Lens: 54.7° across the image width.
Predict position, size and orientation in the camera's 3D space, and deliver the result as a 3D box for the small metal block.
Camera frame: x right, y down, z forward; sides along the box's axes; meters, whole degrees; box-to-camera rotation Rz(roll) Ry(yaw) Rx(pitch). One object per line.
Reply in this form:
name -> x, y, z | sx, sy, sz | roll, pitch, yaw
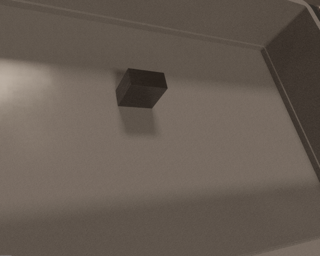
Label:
small metal block -> -0.025, -0.051, 0.408 | 0.050, 0.050, 0.025 | 2, 61, -28
